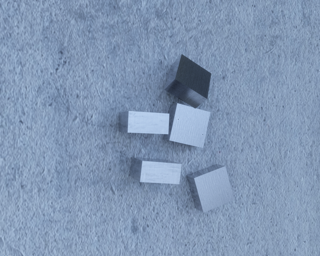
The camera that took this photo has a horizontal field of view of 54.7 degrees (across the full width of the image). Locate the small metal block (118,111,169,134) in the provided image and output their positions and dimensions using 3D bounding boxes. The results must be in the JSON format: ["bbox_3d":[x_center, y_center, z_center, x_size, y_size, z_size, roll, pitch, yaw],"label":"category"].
[{"bbox_3d":[-0.021,-0.006,0.388,0.050,0.050,0.025,3,89,-20],"label":"small metal block"}]

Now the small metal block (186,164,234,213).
[{"bbox_3d":[0.071,0.084,0.435,0.050,0.025,0.050,-17,96,-19],"label":"small metal block"}]

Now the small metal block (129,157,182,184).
[{"bbox_3d":[-0.007,0.053,0.393,0.050,0.050,0.025,7,88,-20],"label":"small metal block"}]

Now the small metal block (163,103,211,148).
[{"bbox_3d":[0.036,-0.003,0.422,0.050,0.025,0.050,14,86,-20],"label":"small metal block"}]

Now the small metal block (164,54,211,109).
[{"bbox_3d":[0.038,-0.062,0.411,0.050,0.025,0.050,29,50,-18],"label":"small metal block"}]
